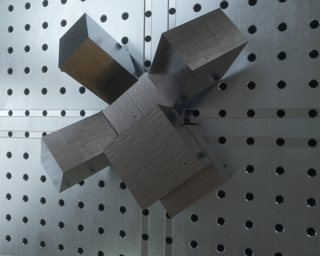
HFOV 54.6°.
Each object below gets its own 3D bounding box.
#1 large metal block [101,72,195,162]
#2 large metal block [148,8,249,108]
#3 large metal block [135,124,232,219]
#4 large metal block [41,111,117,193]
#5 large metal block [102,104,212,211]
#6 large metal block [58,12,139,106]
[{"bbox_3d":[-0.015,-0.013,0.405,0.080,0.050,0.080,-40,78,15],"label":"large metal block"},{"bbox_3d":[0.040,-0.077,0.353,0.080,0.080,0.050,-31,77,-23],"label":"large metal block"},{"bbox_3d":[0.030,0.052,0.388,0.080,0.050,0.080,-38,77,15],"label":"large metal block"},{"bbox_3d":[-0.105,0.033,0.405,0.050,0.081,0.080,54,148,13],"label":"large metal block"},{"bbox_3d":[-0.002,0.031,0.346,0.080,0.050,0.080,-39,79,15],"label":"large metal block"},{"bbox_3d":[-0.079,-0.088,0.395,0.050,0.080,0.080,-40,38,16],"label":"large metal block"}]
